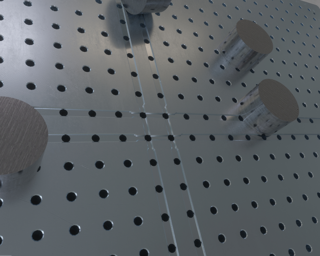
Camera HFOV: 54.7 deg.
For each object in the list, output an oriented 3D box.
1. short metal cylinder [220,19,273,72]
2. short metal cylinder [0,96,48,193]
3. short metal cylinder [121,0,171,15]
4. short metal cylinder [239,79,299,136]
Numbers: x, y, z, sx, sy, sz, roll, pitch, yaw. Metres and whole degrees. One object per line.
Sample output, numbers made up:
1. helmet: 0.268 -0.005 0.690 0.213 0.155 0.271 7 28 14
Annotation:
1. short metal cylinder: 0.158 -0.151 0.569 0.081 0.050 0.080 14 56 -21
2. short metal cylinder: -0.154 0.016 0.299 0.081 0.050 0.080 14 56 -21
3. short metal cylinder: -0.024 -0.226 0.498 0.050 0.080 0.080 -20 73 -36
4. short metal cylinder: 0.178 -0.033 0.508 0.081 0.050 0.080 14 56 -21
